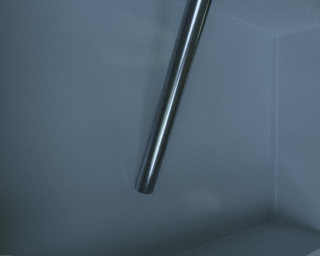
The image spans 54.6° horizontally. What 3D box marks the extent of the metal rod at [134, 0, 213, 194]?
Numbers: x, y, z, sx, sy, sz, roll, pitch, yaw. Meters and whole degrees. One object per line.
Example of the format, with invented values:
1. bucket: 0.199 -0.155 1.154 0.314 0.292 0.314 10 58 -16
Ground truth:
1. metal rod: 0.020 -0.059 0.342 0.025 0.025 0.298 -1 116 -40
